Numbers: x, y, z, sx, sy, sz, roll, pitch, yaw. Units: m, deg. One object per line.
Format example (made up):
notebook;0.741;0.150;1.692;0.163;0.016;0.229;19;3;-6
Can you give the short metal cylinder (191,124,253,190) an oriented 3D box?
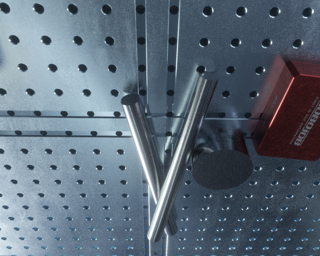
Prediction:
short metal cylinder;0.083;0.041;0.431;0.081;0.050;0.079;0;130;0

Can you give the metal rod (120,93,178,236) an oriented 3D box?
metal rod;-0.008;0.076;0.476;0.025;0.025;0.298;-9;130;7

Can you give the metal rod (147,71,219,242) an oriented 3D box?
metal rod;0.024;0.060;0.441;0.025;0.025;0.298;10;123;-9

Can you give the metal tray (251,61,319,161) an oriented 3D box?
metal tray;0.184;-0.016;0.397;0.091;0.030;0.129;6;130;-6
